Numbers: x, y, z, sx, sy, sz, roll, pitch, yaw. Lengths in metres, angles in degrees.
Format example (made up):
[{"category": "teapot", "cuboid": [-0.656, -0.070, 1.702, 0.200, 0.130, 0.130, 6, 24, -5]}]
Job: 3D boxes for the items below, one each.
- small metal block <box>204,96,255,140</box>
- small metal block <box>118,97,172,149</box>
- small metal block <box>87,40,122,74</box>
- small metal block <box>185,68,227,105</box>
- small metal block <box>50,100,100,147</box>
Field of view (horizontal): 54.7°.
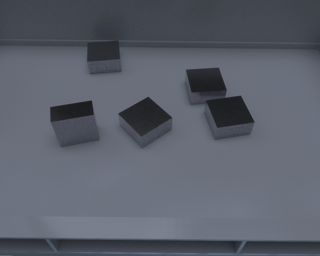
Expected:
[{"category": "small metal block", "cuboid": [0.092, -0.015, 0.419, 0.050, 0.025, 0.050, -8, 51, -8]}, {"category": "small metal block", "cuboid": [-0.019, -0.008, 0.412, 0.050, 0.025, 0.050, -32, 57, -25]}, {"category": "small metal block", "cuboid": [-0.090, -0.115, 0.500, 0.050, 0.025, 0.050, -6, 50, -5]}, {"category": "small metal block", "cuboid": [0.066, -0.062, 0.458, 0.050, 0.025, 0.050, -4, 50, -4]}, {"category": "small metal block", "cuboid": [-0.106, -0.005, 0.391, 0.050, 0.050, 0.025, -10, 51, -9]}]
